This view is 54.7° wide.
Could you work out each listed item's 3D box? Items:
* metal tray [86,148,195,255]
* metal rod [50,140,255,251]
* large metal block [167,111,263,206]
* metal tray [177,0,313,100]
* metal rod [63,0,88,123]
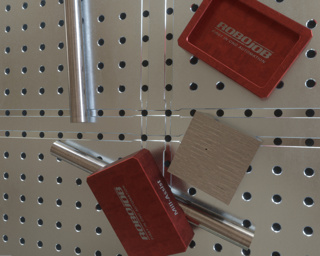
[{"bbox_3d":[-0.026,0.101,0.394,0.090,0.030,0.130,-26,94,30],"label":"metal tray"},{"bbox_3d":[-0.023,0.083,0.419,0.301,0.025,0.025,22,97,18],"label":"metal rod"},{"bbox_3d":[0.068,0.033,0.375,0.080,0.050,0.080,27,99,17],"label":"large metal block"},{"bbox_3d":[0.099,-0.105,0.374,0.130,0.030,0.090,37,101,16],"label":"metal tray"},{"bbox_3d":[-0.127,-0.157,0.455,0.025,0.025,0.298,-4,89,19],"label":"metal rod"}]
